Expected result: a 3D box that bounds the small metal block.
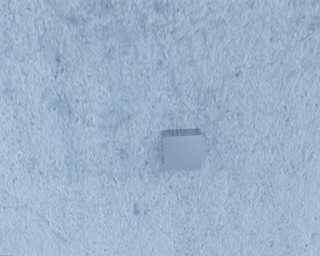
[{"bbox_3d":[0.030,0.029,0.421,0.050,0.025,0.050,-3,110,1],"label":"small metal block"}]
